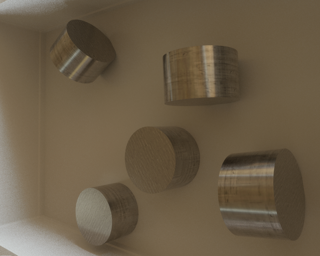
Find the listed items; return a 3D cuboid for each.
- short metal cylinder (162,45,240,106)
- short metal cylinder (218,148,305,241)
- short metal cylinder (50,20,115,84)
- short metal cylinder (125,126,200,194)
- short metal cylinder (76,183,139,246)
[{"bbox_3d":[0.044,-0.053,0.333,0.080,0.081,0.050,-4,88,39],"label":"short metal cylinder"},{"bbox_3d":[0.097,0.061,0.290,0.050,0.081,0.080,-11,83,39],"label":"short metal cylinder"},{"bbox_3d":[-0.115,-0.114,0.463,0.050,0.081,0.080,-39,66,33],"label":"short metal cylinder"},{"bbox_3d":[0.002,0.038,0.387,0.080,0.050,0.079,0,90,39],"label":"short metal cylinder"},{"bbox_3d":[-0.078,0.124,0.452,0.080,0.050,0.079,0,90,39],"label":"short metal cylinder"}]
